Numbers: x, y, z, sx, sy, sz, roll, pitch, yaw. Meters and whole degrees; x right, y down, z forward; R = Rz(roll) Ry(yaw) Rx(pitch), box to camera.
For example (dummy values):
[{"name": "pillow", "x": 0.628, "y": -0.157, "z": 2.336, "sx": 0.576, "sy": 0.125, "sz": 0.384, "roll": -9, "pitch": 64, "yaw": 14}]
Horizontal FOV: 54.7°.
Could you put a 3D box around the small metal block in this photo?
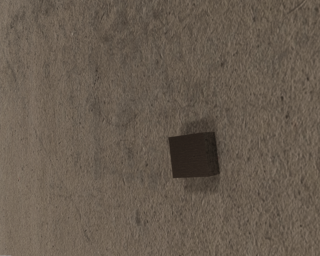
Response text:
[{"name": "small metal block", "x": 0.040, "y": 0.033, "z": 0.370, "sx": 0.050, "sy": 0.025, "sz": 0.050, "roll": -10, "pitch": 84, "yaw": 39}]
